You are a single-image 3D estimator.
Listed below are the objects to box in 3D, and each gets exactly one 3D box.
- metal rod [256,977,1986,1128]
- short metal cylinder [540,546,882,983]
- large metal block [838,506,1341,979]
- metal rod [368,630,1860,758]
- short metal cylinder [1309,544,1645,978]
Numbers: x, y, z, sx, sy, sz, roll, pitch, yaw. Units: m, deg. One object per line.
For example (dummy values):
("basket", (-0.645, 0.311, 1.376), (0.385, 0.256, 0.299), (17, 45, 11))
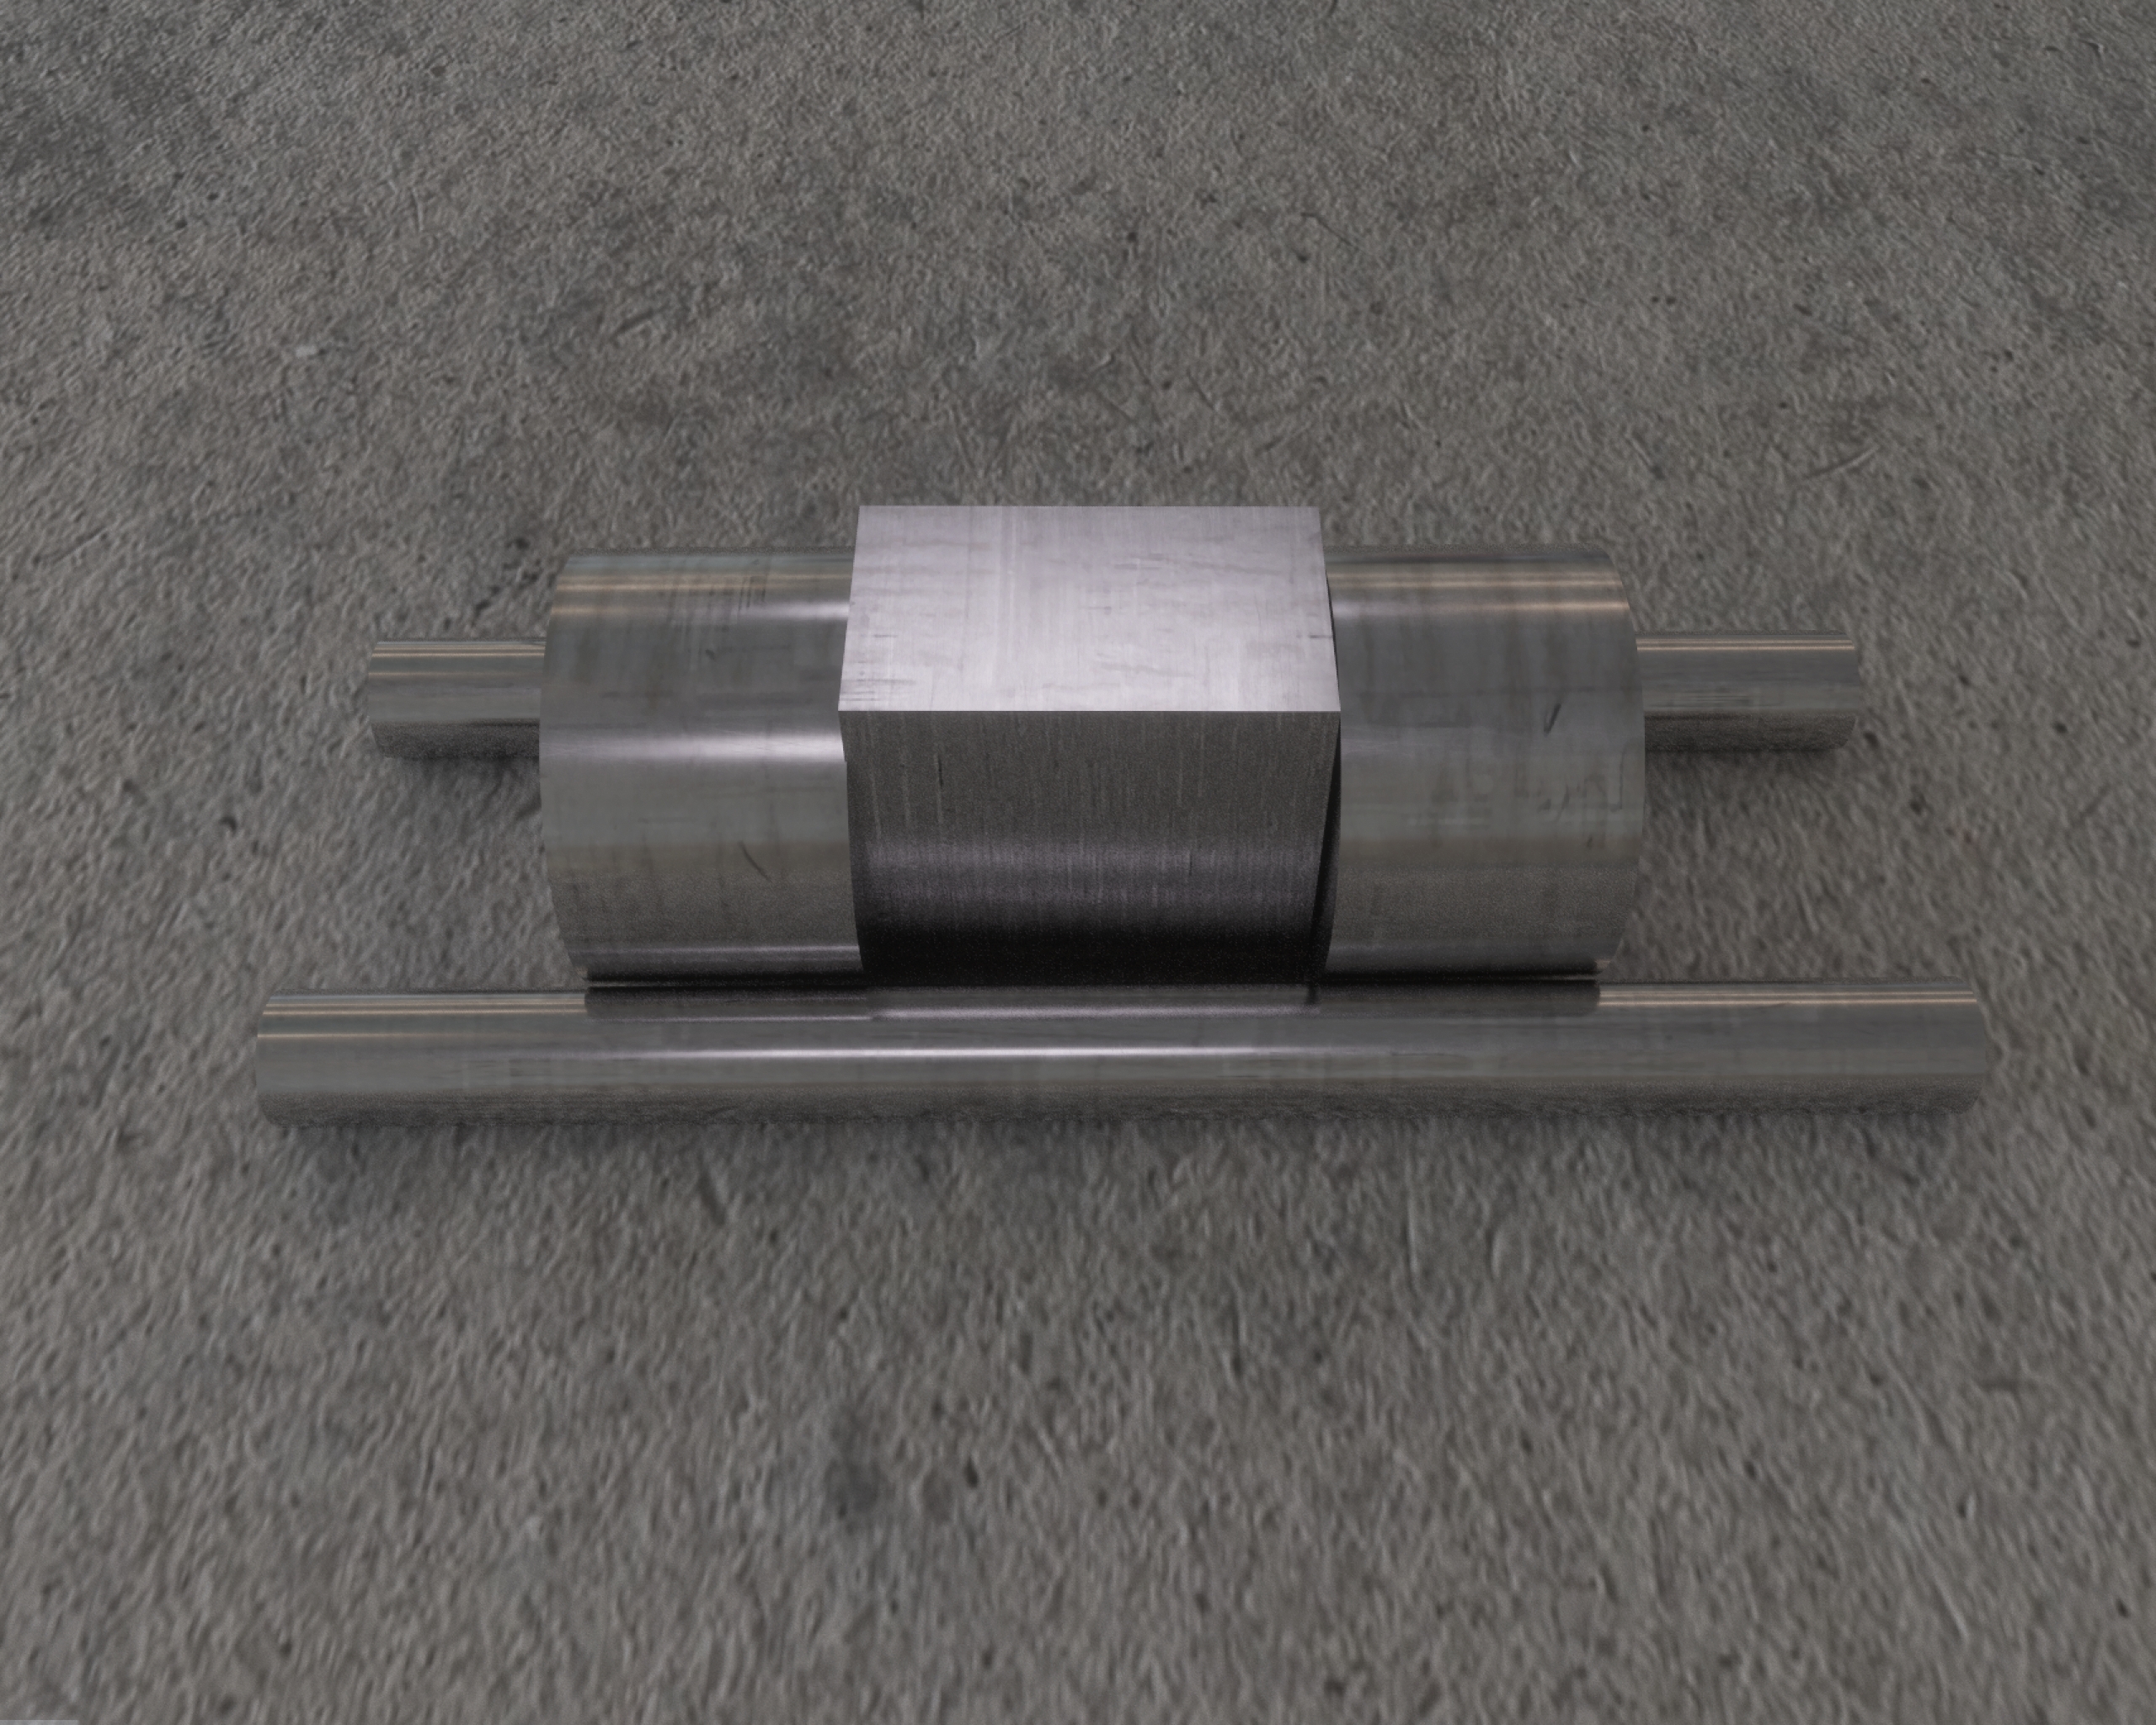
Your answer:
("metal rod", (0.008, 0.034, 0.376), (0.302, 0.025, 0.025), (0, 50, -1))
("short metal cylinder", (-0.064, -0.018, 0.383), (0.050, 0.080, 0.080), (-1, 50, -1))
("large metal block", (0.002, -0.018, 0.381), (0.081, 0.080, 0.050), (0, 50, 0))
("metal rod", (0.008, -0.035, 0.434), (0.302, 0.025, 0.025), (0, 50, -1))
("short metal cylinder", (0.068, -0.018, 0.384), (0.050, 0.080, 0.080), (-1, 50, -1))
